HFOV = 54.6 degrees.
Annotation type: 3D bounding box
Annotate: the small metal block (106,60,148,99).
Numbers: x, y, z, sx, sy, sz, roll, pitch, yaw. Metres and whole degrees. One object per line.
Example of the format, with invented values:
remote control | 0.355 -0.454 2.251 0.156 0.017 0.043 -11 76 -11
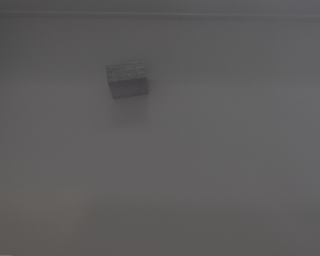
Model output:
small metal block | -0.043 -0.064 0.420 0.050 0.050 0.025 -8 70 -3
